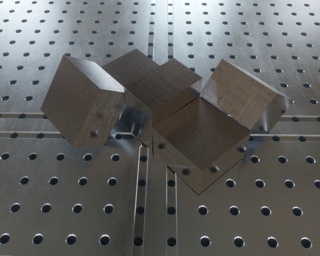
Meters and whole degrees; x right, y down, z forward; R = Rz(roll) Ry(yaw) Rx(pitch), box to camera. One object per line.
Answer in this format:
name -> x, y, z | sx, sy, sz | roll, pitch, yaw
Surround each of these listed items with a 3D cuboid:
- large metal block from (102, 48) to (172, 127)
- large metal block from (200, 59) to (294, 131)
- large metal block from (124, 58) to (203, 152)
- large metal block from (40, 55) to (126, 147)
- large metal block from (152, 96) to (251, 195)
large metal block -> -0.038, -0.057, 0.439 | 0.080, 0.050, 0.080 | -35, 59, -24
large metal block -> 0.113, -0.040, 0.399 | 0.080, 0.050, 0.080 | 42, 21, 28
large metal block -> 0.004, -0.029, 0.396 | 0.080, 0.080, 0.050 | -35, 59, -26
large metal block -> -0.095, -0.033, 0.390 | 0.080, 0.080, 0.050 | 42, 22, 29
large metal block -> 0.048, 0.018, 0.376 | 0.080, 0.050, 0.080 | -34, 56, -25
